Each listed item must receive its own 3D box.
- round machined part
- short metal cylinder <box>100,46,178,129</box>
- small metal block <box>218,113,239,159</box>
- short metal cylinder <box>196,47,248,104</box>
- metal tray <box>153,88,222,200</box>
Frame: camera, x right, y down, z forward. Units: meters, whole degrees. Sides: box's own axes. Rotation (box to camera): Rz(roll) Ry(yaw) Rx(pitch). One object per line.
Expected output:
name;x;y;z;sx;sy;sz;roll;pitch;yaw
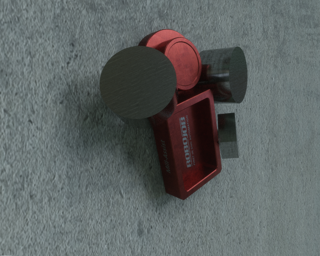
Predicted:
round machined part;0.017;-0.082;0.410;0.099;0.042;0.097;0;90;-40
short metal cylinder;-0.021;-0.043;0.344;0.050;0.080;0.080;67;35;-77
small metal block;0.104;0.012;0.470;0.050;0.025;0.050;64;25;-53
short metal cylinder;0.091;-0.075;0.452;0.080;0.050;0.079;-6;96;-57
metal tray;0.039;0.020;0.421;0.091;0.030;0.129;-28;117;-37
